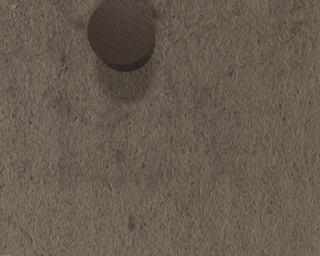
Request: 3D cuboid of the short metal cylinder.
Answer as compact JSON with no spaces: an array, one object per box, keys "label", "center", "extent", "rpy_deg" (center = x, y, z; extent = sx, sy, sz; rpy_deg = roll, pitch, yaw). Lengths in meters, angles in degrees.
[{"label":"short metal cylinder","center":[-0.047,-0.116,0.397],"extent":[0.081,0.050,0.079],"rpy_deg":[0,90,-1]}]
